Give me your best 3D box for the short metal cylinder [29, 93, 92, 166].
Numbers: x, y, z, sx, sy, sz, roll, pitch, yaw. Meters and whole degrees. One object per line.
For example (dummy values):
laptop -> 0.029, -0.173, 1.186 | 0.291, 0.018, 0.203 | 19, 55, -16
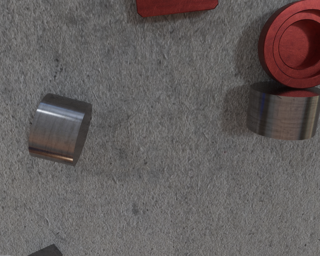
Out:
short metal cylinder -> -0.119, 0.002, 0.380 | 0.050, 0.080, 0.079 | 15, 109, -6

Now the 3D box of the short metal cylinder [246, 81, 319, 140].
short metal cylinder -> 0.148, -0.023, 0.373 | 0.081, 0.080, 0.050 | 0, 111, 0

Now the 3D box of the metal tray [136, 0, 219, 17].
metal tray -> 0.013, -0.193, 0.336 | 0.091, 0.030, 0.129 | -6, 110, 2

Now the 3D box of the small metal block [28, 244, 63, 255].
small metal block -> -0.184, 0.212, 0.473 | 0.050, 0.050, 0.025 | -26, 108, 9

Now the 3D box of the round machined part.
round machined part -> 0.164, -0.098, 0.365 | 0.099, 0.042, 0.097 | 0, 108, -1
